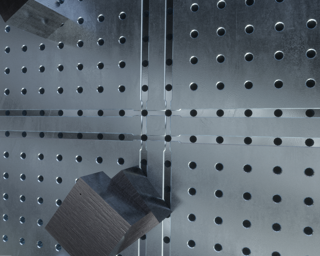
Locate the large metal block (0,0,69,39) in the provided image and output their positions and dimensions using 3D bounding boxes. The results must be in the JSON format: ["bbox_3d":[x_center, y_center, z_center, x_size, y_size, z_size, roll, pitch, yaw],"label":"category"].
[{"bbox_3d":[-0.193,-0.187,0.450,0.050,0.080,0.080,-35,79,16],"label":"large metal block"}]

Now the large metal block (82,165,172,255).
[{"bbox_3d":[-0.045,0.109,0.414,0.080,0.050,0.080,-41,78,15],"label":"large metal block"}]

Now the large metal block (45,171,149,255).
[{"bbox_3d":[-0.075,0.111,0.372,0.080,0.050,0.080,39,102,15],"label":"large metal block"}]
